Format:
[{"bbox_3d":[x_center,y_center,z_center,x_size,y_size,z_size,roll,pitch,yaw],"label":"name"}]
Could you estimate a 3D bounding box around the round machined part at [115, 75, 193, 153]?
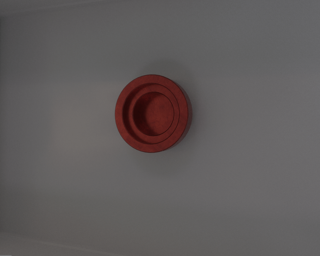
[{"bbox_3d":[-0.005,-0.018,0.404,0.098,0.042,0.097,0,90,20],"label":"round machined part"}]
